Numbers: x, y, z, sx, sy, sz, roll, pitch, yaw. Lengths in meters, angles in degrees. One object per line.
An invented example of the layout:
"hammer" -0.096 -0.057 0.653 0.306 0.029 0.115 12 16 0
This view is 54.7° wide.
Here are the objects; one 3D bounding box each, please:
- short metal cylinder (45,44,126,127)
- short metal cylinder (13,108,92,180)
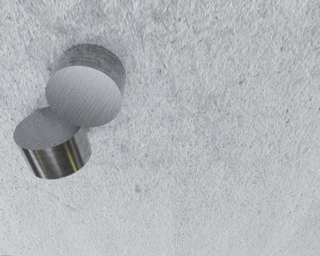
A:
"short metal cylinder" -0.081 -0.047 0.350 0.081 0.050 0.079 0 130 0
"short metal cylinder" -0.131 0.017 0.384 0.080 0.080 0.050 -4 130 3
